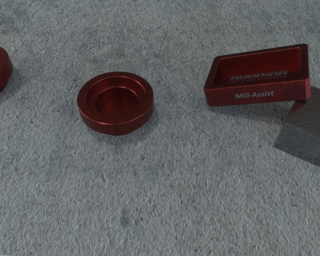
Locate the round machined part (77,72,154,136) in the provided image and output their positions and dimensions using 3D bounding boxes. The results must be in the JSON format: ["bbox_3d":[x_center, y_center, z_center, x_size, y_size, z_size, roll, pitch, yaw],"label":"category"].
[{"bbox_3d":[-0.057,-0.028,0.415,0.099,0.042,0.098,0,50,0],"label":"round machined part"}]

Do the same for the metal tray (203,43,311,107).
[{"bbox_3d":[0.134,-0.072,0.427,0.130,0.030,0.090,-3,41,26],"label":"metal tray"}]

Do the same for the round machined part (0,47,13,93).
[{"bbox_3d":[-0.267,-0.078,0.454,0.099,0.042,0.098,0,50,0],"label":"round machined part"}]

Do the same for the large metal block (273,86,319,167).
[{"bbox_3d":[0.202,-0.001,0.391,0.080,0.050,0.080,25,54,19],"label":"large metal block"}]
